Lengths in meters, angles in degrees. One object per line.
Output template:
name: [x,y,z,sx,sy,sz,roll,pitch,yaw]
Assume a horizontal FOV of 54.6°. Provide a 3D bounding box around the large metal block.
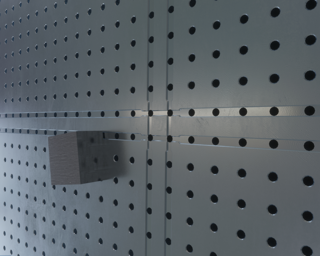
large metal block: [-0.136,0.049,0.507,0.080,0.050,0.080,-10,84,39]
